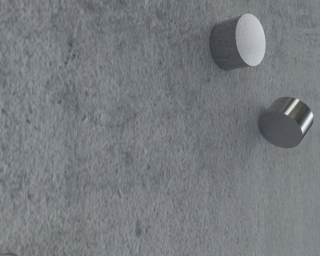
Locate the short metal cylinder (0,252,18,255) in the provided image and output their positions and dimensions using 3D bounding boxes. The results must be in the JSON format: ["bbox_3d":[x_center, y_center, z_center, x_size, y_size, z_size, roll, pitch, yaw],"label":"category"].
[{"bbox_3d":[-0.133,0.155,0.259,0.080,0.080,0.050,-51,121,-28],"label":"short metal cylinder"}]

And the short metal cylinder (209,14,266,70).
[{"bbox_3d":[0.125,-0.136,0.495,0.081,0.050,0.079,0,90,-40],"label":"short metal cylinder"}]

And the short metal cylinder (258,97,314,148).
[{"bbox_3d":[0.229,-0.010,0.564,0.050,0.080,0.080,-42,116,-32],"label":"short metal cylinder"}]
